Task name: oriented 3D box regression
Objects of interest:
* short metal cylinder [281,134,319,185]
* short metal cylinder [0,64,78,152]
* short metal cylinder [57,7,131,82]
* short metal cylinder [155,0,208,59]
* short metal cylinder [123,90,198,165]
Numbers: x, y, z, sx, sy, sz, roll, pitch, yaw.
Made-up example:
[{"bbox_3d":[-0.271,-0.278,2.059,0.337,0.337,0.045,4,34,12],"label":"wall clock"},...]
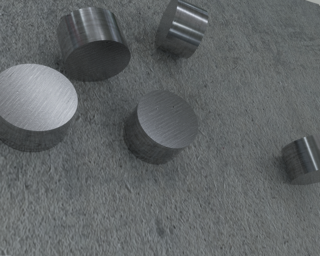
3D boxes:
[{"bbox_3d":[0.229,0.048,0.462,0.081,0.080,0.050,5,60,-26],"label":"short metal cylinder"},{"bbox_3d":[-0.133,-0.021,0.328,0.081,0.050,0.080,14,56,-21],"label":"short metal cylinder"},{"bbox_3d":[-0.082,-0.101,0.386,0.081,0.080,0.050,-6,65,-31],"label":"short metal cylinder"},{"bbox_3d":[0.032,-0.154,0.479,0.050,0.080,0.080,17,55,-19],"label":"short metal cylinder"},{"bbox_3d":[0.000,0.000,0.388,0.081,0.050,0.080,14,56,-21],"label":"short metal cylinder"}]
